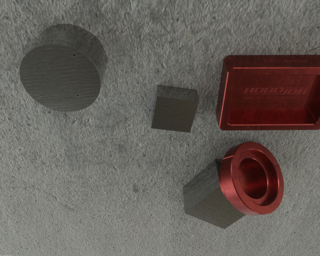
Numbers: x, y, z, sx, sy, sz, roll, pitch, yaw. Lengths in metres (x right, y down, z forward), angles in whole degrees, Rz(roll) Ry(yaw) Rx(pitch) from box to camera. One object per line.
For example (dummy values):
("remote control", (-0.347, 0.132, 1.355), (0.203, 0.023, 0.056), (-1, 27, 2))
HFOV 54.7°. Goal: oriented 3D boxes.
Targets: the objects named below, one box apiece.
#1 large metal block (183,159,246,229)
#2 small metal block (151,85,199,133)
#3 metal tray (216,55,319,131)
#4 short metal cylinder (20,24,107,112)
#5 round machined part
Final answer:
("large metal block", (0.093, 0.105, 0.482), (0.080, 0.050, 0.080), (27, 125, -22))
("small metal block", (0.017, -0.023, 0.388), (0.050, 0.025, 0.050), (7, 130, -6))
("metal tray", (0.139, -0.040, 0.371), (0.131, 0.030, 0.089), (0, 130, -1))
("short metal cylinder", (-0.101, -0.064, 0.335), (0.081, 0.050, 0.079), (0, 130, 0))
("round machined part", (0.121, 0.071, 0.428), (0.098, 0.098, 0.042), (27, 150, -22))
